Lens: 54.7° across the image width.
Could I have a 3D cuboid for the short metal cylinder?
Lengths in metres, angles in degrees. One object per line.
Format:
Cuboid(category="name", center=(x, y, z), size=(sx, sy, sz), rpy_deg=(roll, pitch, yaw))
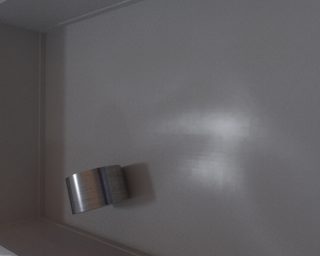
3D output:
Cuboid(category="short metal cylinder", center=(-0.089, 0.088, 0.442), size=(0.080, 0.081, 0.050), rpy_deg=(-25, 75, 37))
